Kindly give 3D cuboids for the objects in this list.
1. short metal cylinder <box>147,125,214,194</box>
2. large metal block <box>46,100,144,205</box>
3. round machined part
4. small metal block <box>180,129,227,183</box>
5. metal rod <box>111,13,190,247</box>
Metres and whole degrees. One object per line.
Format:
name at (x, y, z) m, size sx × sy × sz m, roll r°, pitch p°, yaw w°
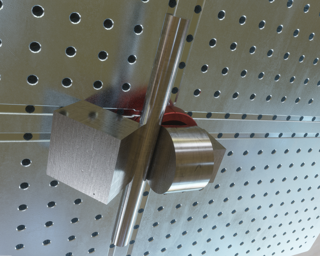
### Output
short metal cylinder at (0.019, 0.036, 0.371) m, size 0.050 × 0.080 × 0.079 m, roll 1°, pitch 118°, yaw -29°
large metal block at (-0.073, 0.024, 0.344) m, size 0.050 × 0.080 × 0.079 m, roll -39°, pitch 148°, yaw -61°
round machined part at (-0.001, 0.014, 0.408) m, size 0.099 × 0.042 × 0.097 m, roll -14°, pitch 125°, yaw -21°
small metal block at (0.052, 0.035, 0.392) m, size 0.025 × 0.050 × 0.050 m, roll 1°, pitch 118°, yaw -30°
metal rod at (-0.019, 0.022, 0.362) m, size 0.025 × 0.025 × 0.298 m, roll 1°, pitch 118°, yaw -29°
